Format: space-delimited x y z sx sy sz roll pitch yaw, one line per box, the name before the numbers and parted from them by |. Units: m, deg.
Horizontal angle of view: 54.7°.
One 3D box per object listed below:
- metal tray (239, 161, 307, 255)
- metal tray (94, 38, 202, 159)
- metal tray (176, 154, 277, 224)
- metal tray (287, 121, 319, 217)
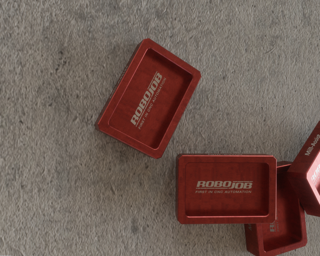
metal tray | 0.172 0.121 0.469 0.091 0.030 0.129 -7 93 -20
metal tray | -0.014 -0.036 0.400 0.090 0.030 0.130 30 80 -18
metal tray | 0.088 0.081 0.419 0.131 0.030 0.089 1 90 -4
metal tray | 0.252 0.060 0.477 0.131 0.030 0.090 -45 113 -28
